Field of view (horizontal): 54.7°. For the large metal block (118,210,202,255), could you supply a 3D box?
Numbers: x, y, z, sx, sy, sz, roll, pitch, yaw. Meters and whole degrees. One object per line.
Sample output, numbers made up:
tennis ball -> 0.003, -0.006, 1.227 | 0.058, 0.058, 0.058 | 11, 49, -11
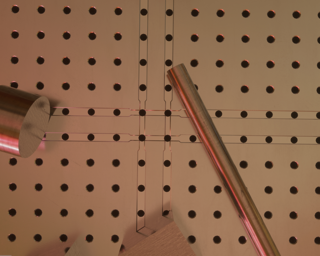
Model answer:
large metal block -> 0.004, 0.167, 0.401 | 0.080, 0.050, 0.080 | -32, 90, 0

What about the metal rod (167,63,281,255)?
metal rod -> 0.088, 0.053, 0.414 | 0.025, 0.025, 0.299 | -27, 90, 0

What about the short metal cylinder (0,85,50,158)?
short metal cylinder -> -0.179, -0.008, 0.384 | 0.050, 0.080, 0.080 | 16, 90, -1

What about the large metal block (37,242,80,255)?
large metal block -> -0.140, 0.207, 0.399 | 0.080, 0.050, 0.080 | -21, 90, -1
